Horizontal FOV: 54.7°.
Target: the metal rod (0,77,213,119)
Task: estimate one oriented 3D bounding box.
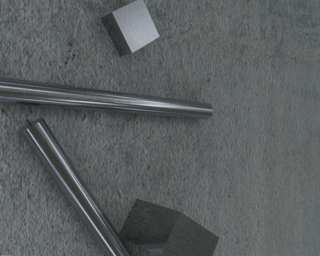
[{"bbox_3d":[-0.046,-0.030,0.367,0.302,0.025,0.025,2,89,-40],"label":"metal rod"}]

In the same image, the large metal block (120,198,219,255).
[{"bbox_3d":[0.011,0.133,0.381,0.080,0.080,0.050,41,65,-33],"label":"large metal block"}]

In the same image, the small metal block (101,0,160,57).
[{"bbox_3d":[-0.035,-0.122,0.377,0.050,0.025,0.050,-41,115,-33],"label":"small metal block"}]

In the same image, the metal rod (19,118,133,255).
[{"bbox_3d":[-0.063,0.121,0.353,0.025,0.025,0.299,-41,115,-33],"label":"metal rod"}]
